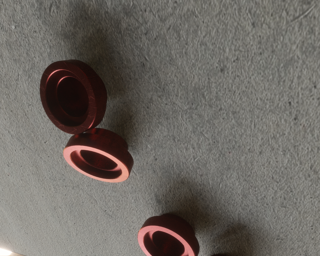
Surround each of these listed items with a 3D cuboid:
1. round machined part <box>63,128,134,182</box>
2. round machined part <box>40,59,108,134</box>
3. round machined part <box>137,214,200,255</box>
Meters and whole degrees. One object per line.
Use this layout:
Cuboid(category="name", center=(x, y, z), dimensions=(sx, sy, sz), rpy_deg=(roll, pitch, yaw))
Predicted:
Cuboid(category="round machined part", center=(-0.085, 0.036, 0.449), dimensions=(0.098, 0.042, 0.098), rpy_deg=(12, 144, 9))
Cuboid(category="round machined part", center=(-0.111, -0.044, 0.419), dimensions=(0.098, 0.042, 0.097), rpy_deg=(10, 111, 27))
Cuboid(category="round machined part", center=(0.017, 0.177, 0.497), dimensions=(0.098, 0.042, 0.097), rpy_deg=(13, 124, 21))
